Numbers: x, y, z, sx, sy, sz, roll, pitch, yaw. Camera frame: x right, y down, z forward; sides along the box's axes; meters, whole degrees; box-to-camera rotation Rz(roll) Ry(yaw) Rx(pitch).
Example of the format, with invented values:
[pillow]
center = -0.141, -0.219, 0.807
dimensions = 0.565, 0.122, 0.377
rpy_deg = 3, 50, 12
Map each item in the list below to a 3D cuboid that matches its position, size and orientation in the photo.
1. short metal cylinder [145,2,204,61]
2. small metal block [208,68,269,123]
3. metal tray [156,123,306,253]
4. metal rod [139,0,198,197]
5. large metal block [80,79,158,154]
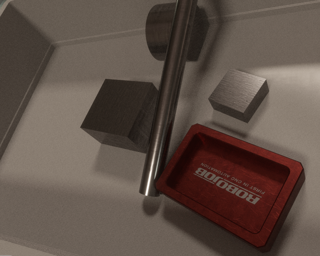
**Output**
[short metal cylinder]
center = 0.023, -0.136, 0.441
dimensions = 0.050, 0.080, 0.080
rpy_deg = 7, 65, 31
[small metal block]
center = 0.096, -0.040, 0.379
dimensions = 0.050, 0.025, 0.050
rpy_deg = 28, 77, 37
[metal tray]
center = 0.071, 0.057, 0.329
dimensions = 0.130, 0.030, 0.090
rpy_deg = 23, 74, 36
[metal rod]
center = 0.016, -0.069, 0.366
dimensions = 0.025, 0.025, 0.298
rpy_deg = 11, 90, 32
[large metal block]
center = -0.048, -0.018, 0.424
dimensions = 0.080, 0.050, 0.080
rpy_deg = 10, 66, 32
